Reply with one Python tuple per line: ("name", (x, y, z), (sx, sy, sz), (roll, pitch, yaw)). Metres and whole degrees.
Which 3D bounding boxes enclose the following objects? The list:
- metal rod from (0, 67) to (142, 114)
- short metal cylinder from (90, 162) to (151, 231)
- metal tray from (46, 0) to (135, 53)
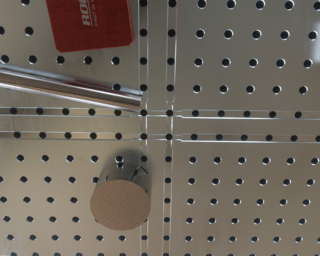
("metal rod", (-0.173, -0.059, 0.390), (0.302, 0.025, 0.025), (11, 110, -4))
("short metal cylinder", (-0.053, 0.095, 0.435), (0.081, 0.050, 0.079), (0, 110, 0))
("metal tray", (-0.082, -0.157, 0.352), (0.091, 0.030, 0.129), (-6, 110, 2))
